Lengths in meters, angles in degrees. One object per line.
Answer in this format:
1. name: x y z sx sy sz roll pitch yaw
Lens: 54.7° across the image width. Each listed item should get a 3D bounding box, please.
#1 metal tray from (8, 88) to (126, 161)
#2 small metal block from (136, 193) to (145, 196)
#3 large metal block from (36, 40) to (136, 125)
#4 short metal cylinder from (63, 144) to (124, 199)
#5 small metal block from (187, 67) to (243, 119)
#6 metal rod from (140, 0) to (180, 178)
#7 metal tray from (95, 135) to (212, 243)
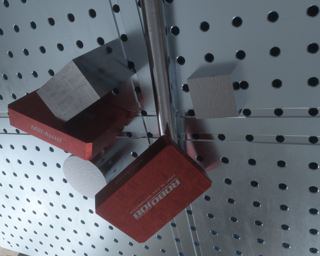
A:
1. metal tray: -0.125 -0.014 0.426 0.130 0.090 0.030 22 127 14
2. small metal block: -0.010 0.095 0.459 0.025 0.050 0.050 5 121 26
3. large metal block: -0.091 -0.057 0.388 0.080 0.080 0.050 -26 104 37
4. short metal cylinder: -0.104 0.064 0.490 0.080 0.050 0.079 13 124 21
5. small metal block: 0.063 -0.039 0.354 0.050 0.025 0.050 -2 118 29
6. metal rod: 0.008 -0.017 0.396 0.025 0.025 0.298 6 122 25
7. metal tray: -0.009 0.082 0.407 0.130 0.030 0.090 -42 116 8
